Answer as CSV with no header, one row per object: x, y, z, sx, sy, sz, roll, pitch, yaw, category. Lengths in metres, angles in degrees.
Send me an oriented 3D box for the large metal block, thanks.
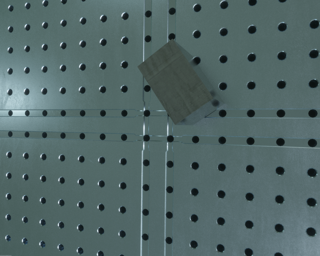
0.029,-0.050,0.373,0.050,0.080,0.080,-36,79,17,large metal block
